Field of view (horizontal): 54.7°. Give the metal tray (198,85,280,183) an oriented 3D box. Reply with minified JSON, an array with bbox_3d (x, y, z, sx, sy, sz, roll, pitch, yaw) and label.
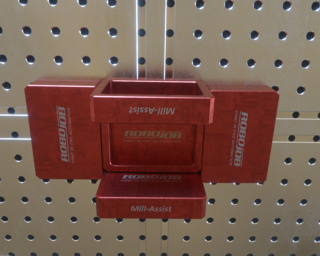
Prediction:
[{"bbox_3d":[0.101,0.010,0.414,0.091,0.030,0.129,1,110,-2],"label":"metal tray"}]

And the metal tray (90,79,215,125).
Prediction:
[{"bbox_3d":[-0.008,-0.034,0.366,0.131,0.090,0.030,1,110,-1],"label":"metal tray"}]

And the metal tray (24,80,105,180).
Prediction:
[{"bbox_3d":[-0.121,0.004,0.410,0.091,0.030,0.129,1,110,-1],"label":"metal tray"}]

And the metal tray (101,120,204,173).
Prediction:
[{"bbox_3d":[-0.010,0.013,0.413,0.131,0.030,0.089,1,110,-1],"label":"metal tray"}]

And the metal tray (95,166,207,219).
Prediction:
[{"bbox_3d":[-0.011,0.079,0.406,0.131,0.090,0.030,1,110,-1],"label":"metal tray"}]
